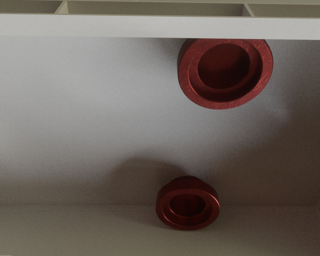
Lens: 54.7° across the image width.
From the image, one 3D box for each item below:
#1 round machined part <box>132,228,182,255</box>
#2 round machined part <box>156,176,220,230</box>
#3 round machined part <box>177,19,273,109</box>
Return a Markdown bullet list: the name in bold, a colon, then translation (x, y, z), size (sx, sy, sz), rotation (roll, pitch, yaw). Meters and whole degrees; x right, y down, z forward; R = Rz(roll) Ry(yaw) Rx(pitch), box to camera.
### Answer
- **round machined part**: translation (-0.006, 0.241, 0.606), size (0.099, 0.042, 0.097), rotation (0, 130, 0)
- **round machined part**: translation (0.044, 0.115, 0.492), size (0.099, 0.042, 0.097), rotation (1, 125, 2)
- **round machined part**: translation (0.068, -0.071, 0.338), size (0.099, 0.042, 0.097), rotation (0, 130, 0)
